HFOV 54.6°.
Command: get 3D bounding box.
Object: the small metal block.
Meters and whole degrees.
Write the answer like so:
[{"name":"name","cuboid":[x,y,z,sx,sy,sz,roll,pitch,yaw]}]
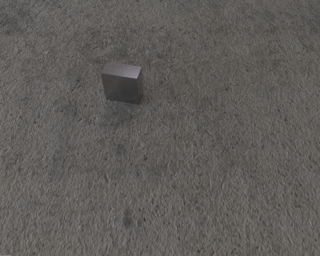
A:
[{"name":"small metal block","cuboid":[-0.052,-0.063,0.440,0.050,0.050,0.025,10,51,8]}]
